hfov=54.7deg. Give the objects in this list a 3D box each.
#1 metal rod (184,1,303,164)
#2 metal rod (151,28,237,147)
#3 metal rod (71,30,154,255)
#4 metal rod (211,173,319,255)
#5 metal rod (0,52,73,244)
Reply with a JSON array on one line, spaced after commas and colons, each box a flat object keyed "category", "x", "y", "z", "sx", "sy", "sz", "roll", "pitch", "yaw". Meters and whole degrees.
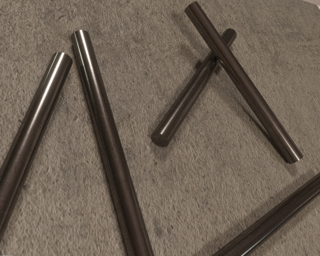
[{"category": "metal rod", "x": 0.133, "y": -0.074, "z": 0.499, "sx": 0.025, "sy": 0.025, "sz": 0.299, "roll": -32, "pitch": 87, "yaw": -38}, {"category": "metal rod", "x": 0.066, "y": -0.080, "z": 0.490, "sx": 0.025, "sy": 0.025, "sz": 0.301, "roll": 38, "pitch": 51, "yaw": -4}, {"category": "metal rod", "x": -0.062, "y": 0.007, "z": 0.367, "sx": 0.025, "sy": 0.025, "sz": 0.299, "roll": -6, "pitch": 65, "yaw": -31}, {"category": "metal rod", "x": 0.149, "y": 0.124, "z": 0.410, "sx": 0.302, "sy": 0.025, "sz": 0.025, "roll": -20, "pitch": 73, "yaw": -36}, {"category": "metal rod", "x": -0.141, "y": 0.036, "z": 0.306, "sx": 0.025, "sy": 0.025, "sz": 0.300, "roll": 20, "pitch": 54, "yaw": -17}]
